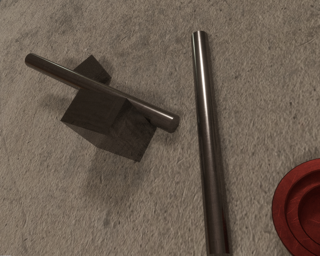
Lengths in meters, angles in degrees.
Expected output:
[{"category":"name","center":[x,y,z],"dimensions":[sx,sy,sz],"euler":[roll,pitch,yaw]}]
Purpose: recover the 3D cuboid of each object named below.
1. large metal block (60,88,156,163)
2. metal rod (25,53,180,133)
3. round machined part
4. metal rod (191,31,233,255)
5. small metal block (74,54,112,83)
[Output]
[{"category":"large metal block","center":[-0.065,-0.003,0.403],"dimensions":[0.080,0.080,0.050],"euler":[15,70,34]},{"category":"metal rod","center":[-0.102,-0.061,0.466],"dimensions":[0.300,0.025,0.025],"euler":[25,75,28]},{"category":"round machined part","center":[0.150,0.078,0.266],"dimensions":[0.098,0.042,0.098],"euler":[-13,56,20]},{"category":"metal rod","center":[0.058,-0.005,0.375],"dimensions":[0.025,0.025,0.299],"euler":[-13,56,21]},{"category":"small metal block","center":[-0.117,-0.088,0.517],"dimensions":[0.050,0.025,0.050],"euler":[-40,51,0]}]
